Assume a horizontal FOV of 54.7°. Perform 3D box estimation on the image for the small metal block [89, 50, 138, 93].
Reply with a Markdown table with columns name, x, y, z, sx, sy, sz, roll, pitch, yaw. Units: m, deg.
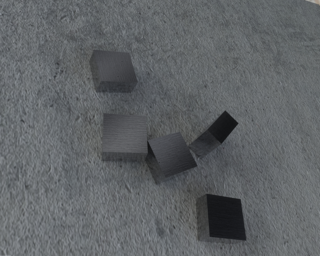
| name | x | y | z | sx | sy | sz | roll | pitch | yaw |
| --- | --- | --- | --- | --- | --- | --- | --- | --- | --- |
| small metal block | -0.063 | -0.075 | 0.415 | 0.050 | 0.025 | 0.050 | -3 | 63 | -30 |

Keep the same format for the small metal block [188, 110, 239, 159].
| name | x | y | z | sx | sy | sz | roll | pitch | yaw |
| --- | --- | --- | --- | --- | --- | --- | --- | --- | --- |
| small metal block | 0.072 | 0.010 | 0.420 | 0.025 | 0.050 | 0.050 | 46 | 51 | 3 |

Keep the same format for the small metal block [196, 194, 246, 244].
| name | x | y | z | sx | sy | sz | roll | pitch | yaw |
| --- | --- | --- | --- | --- | --- | --- | --- | --- | --- |
| small metal block | 0.073 | 0.111 | 0.375 | 0.050 | 0.025 | 0.050 | 13 | 56 | -21 |

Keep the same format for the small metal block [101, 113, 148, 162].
| name | x | y | z | sx | sy | sz | roll | pitch | yaw |
| --- | --- | --- | --- | --- | --- | --- | --- | --- | --- |
| small metal block | -0.043 | 0.012 | 0.367 | 0.050 | 0.025 | 0.050 | 3 | 60 | -14 |

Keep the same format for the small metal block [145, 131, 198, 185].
| name | x | y | z | sx | sy | sz | roll | pitch | yaw |
| --- | --- | --- | --- | --- | --- | --- | --- | --- | --- |
| small metal block | 0.011 | 0.037 | 0.387 | 0.050 | 0.025 | 0.050 | -14 | 70 | -34 |
